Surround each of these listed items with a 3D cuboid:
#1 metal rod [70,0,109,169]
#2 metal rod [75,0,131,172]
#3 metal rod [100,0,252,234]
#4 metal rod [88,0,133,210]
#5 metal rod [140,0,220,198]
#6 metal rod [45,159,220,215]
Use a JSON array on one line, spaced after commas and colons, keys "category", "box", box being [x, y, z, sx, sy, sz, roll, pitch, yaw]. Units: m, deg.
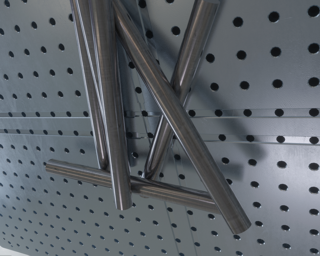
[{"category": "metal rod", "box": [-0.090, -0.053, 0.426, 0.025, 0.025, 0.298, 11, 123, 22]}, {"category": "metal rod", "box": [-0.072, -0.055, 0.403, 0.025, 0.025, 0.298, 10, 127, 23]}, {"category": "metal rod", "box": [0.017, -0.016, 0.353, 0.025, 0.025, 0.299, -31, 90, 38]}, {"category": "metal rod", "box": [-0.057, -0.029, 0.374, 0.025, 0.025, 0.298, 9, 117, 24]}, {"category": "metal rod", "box": [0.012, -0.014, 0.396, 0.025, 0.025, 0.298, 26, 128, 12]}, {"category": "metal rod", "box": [-0.043, 0.082, 0.451, 0.300, 0.025, 0.025, 8, 122, 24]}]
